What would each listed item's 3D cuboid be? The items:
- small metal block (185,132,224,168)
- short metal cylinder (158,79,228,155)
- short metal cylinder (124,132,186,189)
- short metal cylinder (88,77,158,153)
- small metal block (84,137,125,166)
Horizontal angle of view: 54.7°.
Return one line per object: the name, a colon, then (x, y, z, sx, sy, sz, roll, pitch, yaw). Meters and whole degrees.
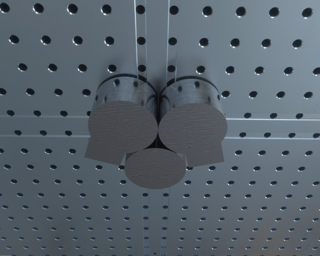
small metal block: (0.059, 0.025, 0.430, 0.050, 0.025, 0.050, -11, 130, 9)
short metal cylinder: (0.038, -0.013, 0.380, 0.081, 0.050, 0.079, 0, 130, 0)
short metal cylinder: (-0.006, 0.039, 0.423, 0.081, 0.050, 0.079, 0, 130, 0)
short metal cylinder: (-0.043, -0.015, 0.377, 0.081, 0.050, 0.079, 0, 130, 0)
small metal block: (-0.071, 0.021, 0.424, 0.050, 0.025, 0.050, 16, 128, -14)
